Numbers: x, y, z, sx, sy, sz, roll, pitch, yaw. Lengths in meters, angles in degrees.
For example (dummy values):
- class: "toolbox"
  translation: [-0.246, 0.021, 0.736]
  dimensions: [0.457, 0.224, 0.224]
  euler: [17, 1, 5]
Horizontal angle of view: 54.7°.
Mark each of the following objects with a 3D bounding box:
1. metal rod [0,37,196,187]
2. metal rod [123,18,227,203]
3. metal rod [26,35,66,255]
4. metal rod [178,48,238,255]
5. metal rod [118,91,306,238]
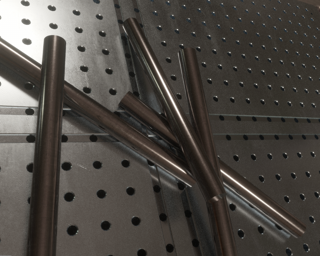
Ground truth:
- class: "metal rod"
  translation: [-0.080, -0.019, 0.377]
  dimensions: [0.301, 0.025, 0.025]
  euler: [34, 51, -6]
- class: "metal rod"
  translation: [0.008, -0.042, 0.414]
  dimensions: [0.025, 0.025, 0.299]
  euler: [-6, 57, -31]
- class: "metal rod"
  translation: [-0.112, 0.036, 0.307]
  dimensions: [0.025, 0.025, 0.299]
  euler: [7, 65, -25]
- class: "metal rod"
  translation: [0.060, 0.036, 0.389]
  dimensions: [0.025, 0.025, 0.299]
  euler: [0, 71, -29]
- class: "metal rod"
  translation: [0.072, 0.051, 0.417]
  dimensions: [0.301, 0.025, 0.025]
  euler: [37, 51, -4]
